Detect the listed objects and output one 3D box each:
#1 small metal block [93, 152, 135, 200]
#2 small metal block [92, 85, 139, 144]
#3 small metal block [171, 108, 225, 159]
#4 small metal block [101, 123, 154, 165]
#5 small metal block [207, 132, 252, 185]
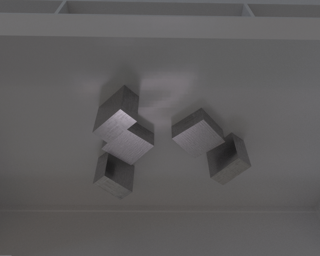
[{"bbox_3d":[-0.065,0.068,0.449,0.025,0.050,0.050,-37,121,27],"label":"small metal block"},{"bbox_3d":[-0.053,-0.017,0.378,0.050,0.050,0.025,-37,121,27],"label":"small metal block"},{"bbox_3d":[0.051,0.008,0.416,0.050,0.025,0.050,-33,123,24],"label":"small metal block"},{"bbox_3d":[-0.043,0.018,0.424,0.050,0.025,0.050,33,123,-25],"label":"small metal block"},{"bbox_3d":[0.094,0.043,0.430,0.025,0.050,0.050,32,123,-24],"label":"small metal block"}]
